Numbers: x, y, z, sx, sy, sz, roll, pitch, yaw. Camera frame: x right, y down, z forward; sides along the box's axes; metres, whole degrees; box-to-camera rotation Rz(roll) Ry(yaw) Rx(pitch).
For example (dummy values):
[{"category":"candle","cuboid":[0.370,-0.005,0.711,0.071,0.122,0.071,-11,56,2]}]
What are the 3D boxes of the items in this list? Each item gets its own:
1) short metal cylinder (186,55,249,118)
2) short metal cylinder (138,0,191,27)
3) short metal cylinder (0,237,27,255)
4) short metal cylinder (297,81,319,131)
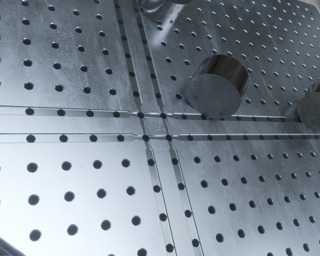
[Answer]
[{"category":"short metal cylinder","cuboid":[0.085,-0.060,0.458,0.080,0.080,0.050,36,51,-5]},{"category":"short metal cylinder","cuboid":[0.008,-0.224,0.535,0.081,0.050,0.080,14,56,-21]},{"category":"short metal cylinder","cuboid":[-0.129,0.128,0.226,0.050,0.080,0.080,39,51,-3]},{"category":"short metal cylinder","cuboid":[0.300,-0.040,0.562,0.080,0.080,0.050,46,51,3]}]
